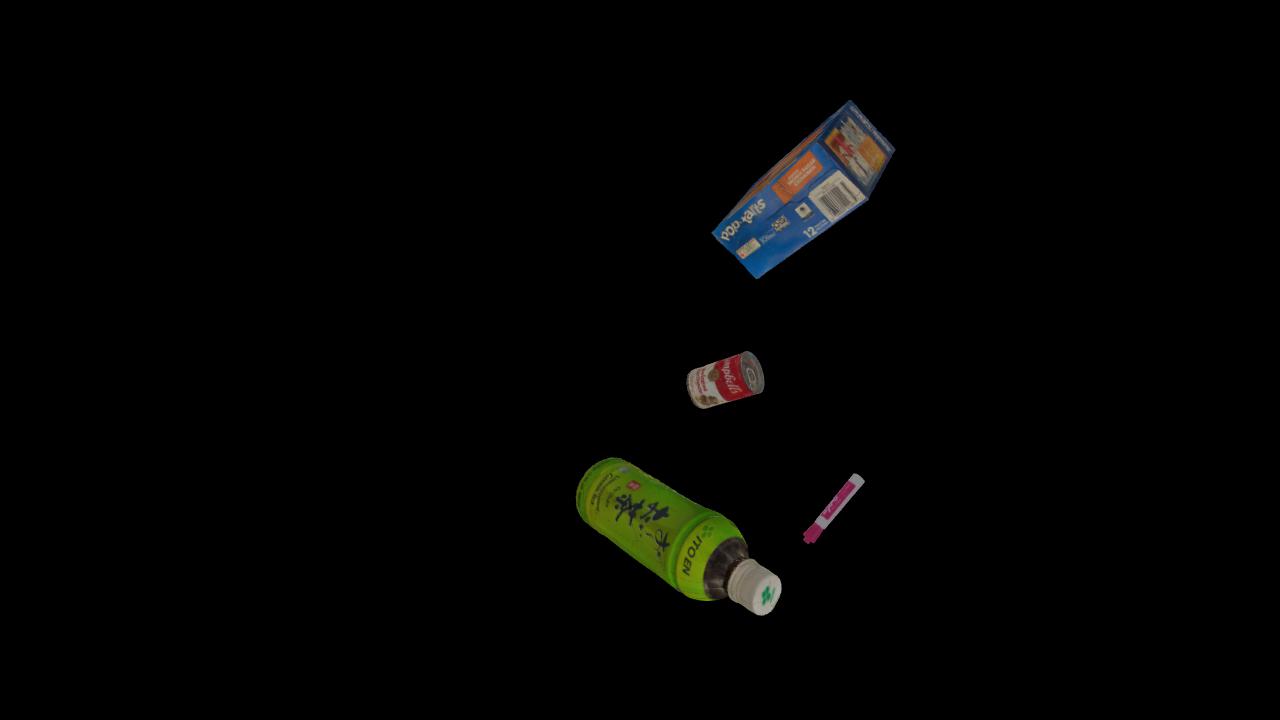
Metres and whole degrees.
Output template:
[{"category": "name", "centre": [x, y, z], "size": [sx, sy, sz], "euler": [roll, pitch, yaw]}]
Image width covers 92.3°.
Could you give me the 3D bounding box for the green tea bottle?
[{"category": "green tea bottle", "centre": [0.027, 0.146, 0.512], "size": [0.073, 0.073, 0.212], "euler": [0, 12, -39]}]

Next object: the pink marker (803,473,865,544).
[{"category": "pink marker", "centre": [0.272, 0.210, 0.865], "size": [0.020, 0.121, 0.020], "euler": [42, -11, 10]}]

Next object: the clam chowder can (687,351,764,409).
[{"category": "clam chowder can", "centre": [0.131, 0.033, 0.952], "size": [0.102, 0.068, 0.068], "euler": [-20, -12, 35]}]

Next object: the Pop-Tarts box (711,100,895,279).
[{"category": "Pop-Tarts box", "centre": [0.187, -0.195, 0.712], "size": [0.167, 0.083, 0.141], "euler": [-35, 12, 48]}]
